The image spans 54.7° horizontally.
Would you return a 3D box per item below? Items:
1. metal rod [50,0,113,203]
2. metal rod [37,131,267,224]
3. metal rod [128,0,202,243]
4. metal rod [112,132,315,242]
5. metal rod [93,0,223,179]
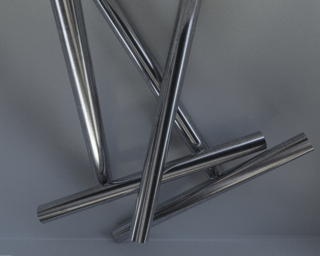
[{"bbox_3d":[-0.078,-0.012,0.348,0.025,0.025,0.298,-1,132,0],"label":"metal rod"},{"bbox_3d":[-0.011,0.064,0.400,0.301,0.025,0.025,-19,109,1],"label":"metal rod"},{"bbox_3d":[0.005,-0.010,0.368,0.025,0.025,0.298,12,95,-5],"label":"metal rod"},{"bbox_3d":[0.057,0.089,0.420,0.300,0.025,0.025,-31,108,20],"label":"metal rod"},{"bbox_3d":[0.008,-0.041,0.396,0.025,0.025,0.299,-30,108,10],"label":"metal rod"}]
